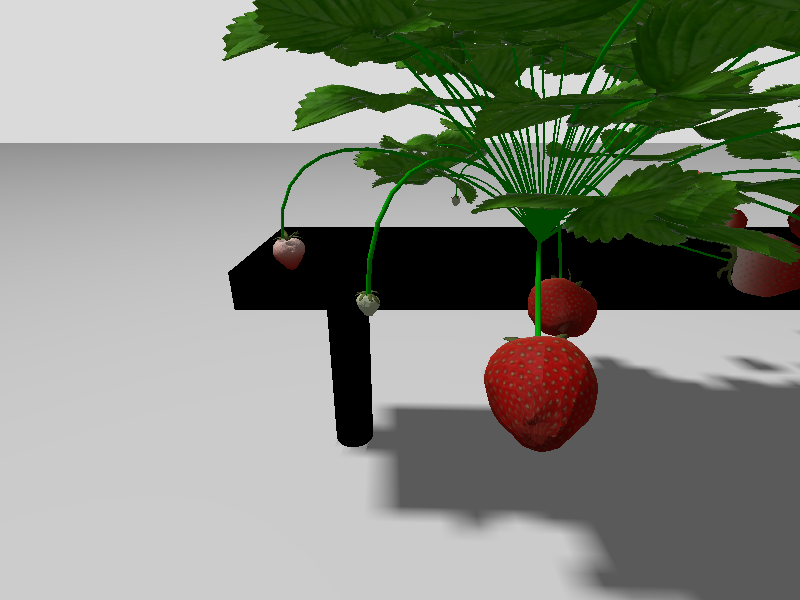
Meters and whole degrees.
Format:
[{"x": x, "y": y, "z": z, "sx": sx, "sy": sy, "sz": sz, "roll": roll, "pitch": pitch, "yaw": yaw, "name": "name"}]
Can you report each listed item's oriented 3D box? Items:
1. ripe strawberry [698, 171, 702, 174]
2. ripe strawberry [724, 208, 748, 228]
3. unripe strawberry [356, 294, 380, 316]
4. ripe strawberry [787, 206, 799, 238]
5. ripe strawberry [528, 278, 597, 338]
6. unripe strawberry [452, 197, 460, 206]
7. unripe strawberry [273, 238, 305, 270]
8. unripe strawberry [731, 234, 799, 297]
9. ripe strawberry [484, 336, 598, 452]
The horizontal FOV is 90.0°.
[{"x": 0.364, "y": -0.142, "z": 0.513, "sx": 0.044, "sy": 0.046, "sz": 0.040, "roll": 18, "pitch": 29, "yaw": 37, "name": "ripe strawberry"}, {"x": 0.295, "y": -0.068, "z": 0.359, "sx": 0.029, "sy": 0.030, "sz": 0.026, "roll": 0, "pitch": 23, "yaw": -3, "name": "ripe strawberry"}, {"x": -0.015, "y": 0.002, "z": 0.187, "sx": 0.011, "sy": 0.011, "sz": 0.010, "roll": 17, "pitch": 28, "yaw": 35, "name": "unripe strawberry"}, {"x": 0.364, "y": -0.070, "z": 0.342, "sx": 0.052, "sy": 0.045, "sz": 0.052, "roll": -1, "pitch": 23, "yaw": -1, "name": "ripe strawberry"}, {"x": 0.077, "y": 0.005, "z": 0.190, "sx": 0.032, "sy": 0.027, "sz": 0.032, "roll": 6, "pitch": 31, "yaw": 14, "name": "ripe strawberry"}, {"x": 0.069, "y": -0.122, "z": 0.495, "sx": 0.011, "sy": 0.011, "sz": 0.010, "roll": -8, "pitch": 24, "yaw": -18, "name": "unripe strawberry"}, {"x": -0.079, "y": -0.033, "z": 0.288, "sx": 0.023, "sy": 0.023, "sz": 0.025, "roll": -8, "pitch": 24, "yaw": -18, "name": "unripe strawberry"}, {"x": 0.217, "y": -0.019, "z": 0.234, "sx": 0.033, "sy": 0.038, "sz": 0.036, "roll": -16, "pitch": 28, "yaw": -33, "name": "unripe strawberry"}, {"x": 0.043, "y": 0.030, "z": 0.125, "sx": 0.034, "sy": 0.036, "sz": 0.037, "roll": 7, "pitch": 25, "yaw": 17, "name": "ripe strawberry"}]
